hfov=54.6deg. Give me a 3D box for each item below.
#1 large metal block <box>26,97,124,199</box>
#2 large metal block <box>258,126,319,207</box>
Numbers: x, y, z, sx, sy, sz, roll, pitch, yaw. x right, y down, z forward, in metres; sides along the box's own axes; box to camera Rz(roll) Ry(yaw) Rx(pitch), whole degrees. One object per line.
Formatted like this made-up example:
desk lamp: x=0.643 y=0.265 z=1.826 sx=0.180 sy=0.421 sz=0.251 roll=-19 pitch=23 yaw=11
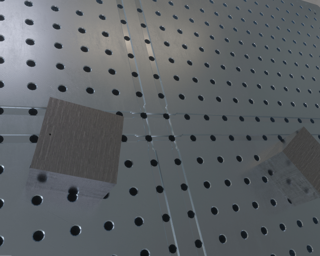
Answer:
large metal block: x=-0.088 y=0.023 z=0.330 sx=0.081 sy=0.050 sz=0.080 roll=15 pitch=56 yaw=-20
large metal block: x=0.212 y=0.057 z=0.470 sx=0.080 sy=0.050 sz=0.080 roll=-34 pitch=81 yaw=-38
